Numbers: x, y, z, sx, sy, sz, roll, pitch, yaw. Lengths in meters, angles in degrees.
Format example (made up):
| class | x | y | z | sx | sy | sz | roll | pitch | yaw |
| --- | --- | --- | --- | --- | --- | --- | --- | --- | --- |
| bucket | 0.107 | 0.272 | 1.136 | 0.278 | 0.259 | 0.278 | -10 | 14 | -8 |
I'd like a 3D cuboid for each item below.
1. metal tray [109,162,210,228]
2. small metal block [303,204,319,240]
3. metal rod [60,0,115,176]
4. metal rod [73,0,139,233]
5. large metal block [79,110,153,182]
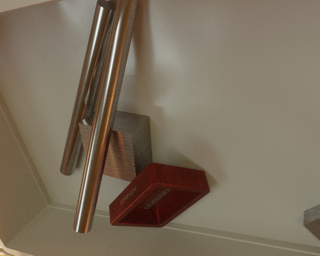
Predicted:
| class | x | y | z | sx | sy | sz | roll | pitch | yaw |
| --- | --- | --- | --- | --- | --- | --- | --- | --- | --- |
| metal tray | -0.004 | 0.100 | 0.435 | 0.091 | 0.030 | 0.129 | 13 | 136 | -30 |
| small metal block | 0.210 | 0.115 | 0.369 | 0.050 | 0.025 | 0.050 | 43 | 129 | -2 |
| metal rod | -0.109 | -0.034 | 0.443 | 0.025 | 0.025 | 0.298 | 31 | 128 | 7 |
| metal rod | -0.070 | -0.003 | 0.381 | 0.025 | 0.025 | 0.298 | 19 | 107 | 16 |
| large metal block | -0.060 | 0.023 | 0.436 | 0.080 | 0.050 | 0.079 | 11 | 123 | 22 |
